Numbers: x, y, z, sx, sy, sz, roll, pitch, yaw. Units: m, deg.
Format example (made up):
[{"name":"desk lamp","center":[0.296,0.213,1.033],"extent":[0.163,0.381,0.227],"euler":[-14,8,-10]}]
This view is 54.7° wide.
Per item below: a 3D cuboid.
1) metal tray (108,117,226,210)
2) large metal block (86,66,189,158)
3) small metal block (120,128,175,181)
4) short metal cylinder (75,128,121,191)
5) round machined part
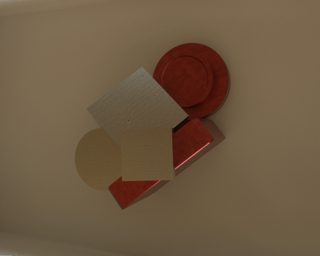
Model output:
[{"name":"metal tray","center":[0.012,0.040,0.369],"extent":[0.130,0.090,0.030],"euler":[-39,77,15]},{"name":"large metal block","center":[-0.025,-0.010,0.365],"extent":[0.080,0.050,0.080],"euler":[-39,76,-10]},{"name":"small metal block","center":[-0.011,0.026,0.311],"extent":[0.050,0.025,0.050],"euler":[-2,89,6]},{"name":"short metal cylinder","center":[-0.066,0.040,0.417],"extent":[0.080,0.050,0.079],"euler":[0,90,19]},{"name":"round machined part","center":[0.036,-0.058,0.386],"extent":[0.098,0.042,0.097],"euler":[0,90,19]}]
